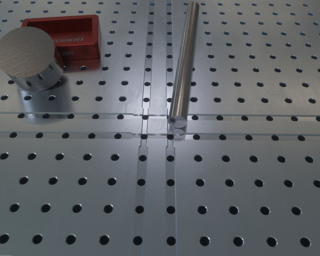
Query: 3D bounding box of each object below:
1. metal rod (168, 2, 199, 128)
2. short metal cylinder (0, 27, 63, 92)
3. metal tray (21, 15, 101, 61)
[{"bbox_3d":[0.044,-0.122,0.509,0.025,0.025,0.300,6,50,5],"label":"metal rod"},{"bbox_3d":[-0.189,-0.100,0.456,0.081,0.050,0.080,1,74,-3],"label":"short metal cylinder"},{"bbox_3d":[-0.170,-0.155,0.532,0.131,0.030,0.090,-5,50,-5],"label":"metal tray"}]
